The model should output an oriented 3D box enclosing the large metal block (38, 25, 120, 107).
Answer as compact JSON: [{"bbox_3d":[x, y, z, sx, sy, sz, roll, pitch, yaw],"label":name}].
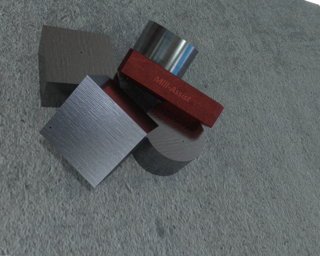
[{"bbox_3d":[-0.101,-0.071,0.376,0.081,0.050,0.080,1,61,-28],"label":"large metal block"}]

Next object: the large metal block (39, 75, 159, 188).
[{"bbox_3d":[-0.062,0.001,0.327,0.080,0.080,0.050,45,15,2],"label":"large metal block"}]

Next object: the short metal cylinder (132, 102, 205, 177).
[{"bbox_3d":[0.009,0.014,0.386,0.081,0.050,0.080,14,56,-21],"label":"short metal cylinder"}]

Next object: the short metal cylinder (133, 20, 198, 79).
[{"bbox_3d":[0.006,-0.106,0.432,0.080,0.050,0.080,31,11,-6],"label":"short metal cylinder"}]

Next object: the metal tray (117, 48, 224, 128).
[{"bbox_3d":[0.010,-0.049,0.400,0.130,0.090,0.030,31,92,-8],"label":"metal tray"}]
